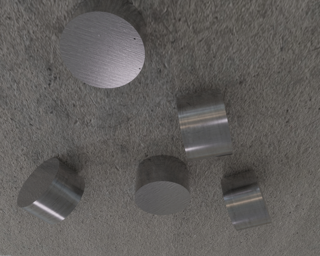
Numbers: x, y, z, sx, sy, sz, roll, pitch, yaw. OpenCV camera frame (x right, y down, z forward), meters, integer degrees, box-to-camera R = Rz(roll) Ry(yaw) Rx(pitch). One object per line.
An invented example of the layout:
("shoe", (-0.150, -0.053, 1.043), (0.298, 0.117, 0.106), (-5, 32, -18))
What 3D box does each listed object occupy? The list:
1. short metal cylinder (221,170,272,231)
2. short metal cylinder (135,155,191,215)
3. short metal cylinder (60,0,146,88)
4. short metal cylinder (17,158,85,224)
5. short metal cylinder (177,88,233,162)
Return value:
("short metal cylinder", (0.129, 0.108, 0.464), (0.050, 0.080, 0.080), (-19, 128, 15))
("short metal cylinder", (0.004, 0.086, 0.464), (0.081, 0.050, 0.079), (0, 130, 0))
("short metal cylinder", (-0.055, -0.088, 0.315), (0.081, 0.050, 0.079), (0, 130, 0))
("short metal cylinder", (-0.156, 0.090, 0.446), (0.080, 0.080, 0.050), (-28, 125, 22))
("short metal cylinder", (0.053, -0.004, 0.368), (0.050, 0.080, 0.080), (-11, 129, 9))
